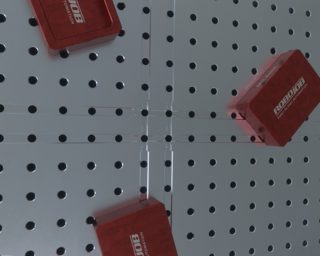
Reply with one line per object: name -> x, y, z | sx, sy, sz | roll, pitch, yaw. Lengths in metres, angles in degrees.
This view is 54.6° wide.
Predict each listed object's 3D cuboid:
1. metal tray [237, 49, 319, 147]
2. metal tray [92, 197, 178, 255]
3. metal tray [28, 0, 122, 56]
metal tray -> 0.191, -0.046, 0.480 | 0.130, 0.030, 0.090 | -46, 105, -14
metal tray -> -0.025, 0.167, 0.401 | 0.091, 0.030, 0.129 | -16, 96, -19
metal tray -> -0.110, -0.162, 0.368 | 0.091, 0.030, 0.129 | -22, 98, -19
